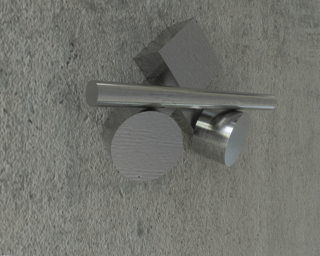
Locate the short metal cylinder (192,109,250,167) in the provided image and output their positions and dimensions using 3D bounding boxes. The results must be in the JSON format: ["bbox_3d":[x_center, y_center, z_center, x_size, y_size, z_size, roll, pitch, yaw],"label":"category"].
[{"bbox_3d":[0.089,0.009,0.446,0.081,0.050,0.079,-36,137,-43],"label":"short metal cylinder"}]

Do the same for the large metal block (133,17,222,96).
[{"bbox_3d":[0.026,-0.085,0.408,0.080,0.050,0.080,-50,120,-28],"label":"large metal block"}]

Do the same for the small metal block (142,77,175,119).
[{"bbox_3d":[-0.012,-0.029,0.396,0.050,0.025,0.050,-51,120,-29],"label":"small metal block"}]

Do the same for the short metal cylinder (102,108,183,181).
[{"bbox_3d":[-0.021,0.013,0.353,0.081,0.050,0.079,-6,109,-19],"label":"short metal cylinder"}]

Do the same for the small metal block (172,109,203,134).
[{"bbox_3d":[0.044,-0.027,0.442,0.050,0.025,0.050,-51,120,-28],"label":"small metal block"}]

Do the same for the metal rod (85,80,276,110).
[{"bbox_3d":[0.053,-0.036,0.383,0.302,0.025,0.025,-2,92,-40],"label":"metal rod"}]
